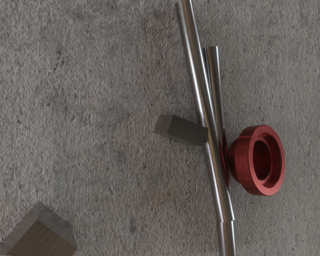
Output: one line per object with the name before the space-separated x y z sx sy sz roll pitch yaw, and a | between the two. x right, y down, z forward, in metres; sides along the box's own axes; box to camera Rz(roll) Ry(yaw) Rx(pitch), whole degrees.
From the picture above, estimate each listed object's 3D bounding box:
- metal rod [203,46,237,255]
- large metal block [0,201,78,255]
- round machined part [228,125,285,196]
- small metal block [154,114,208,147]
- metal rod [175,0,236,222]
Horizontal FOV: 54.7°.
metal rod | 0.084 0.036 0.441 0.025 0.025 0.298 -6 92 -20
large metal block | -0.138 0.133 0.329 0.050 0.080 0.080 44 76 -15
round machined part | 0.134 0.046 0.439 0.099 0.042 0.097 8 79 -41
small metal block | 0.026 0.003 0.406 0.050 0.050 0.025 21 84 -19
metal rod | 0.061 -0.024 0.419 0.025 0.025 0.298 -11 89 -20
